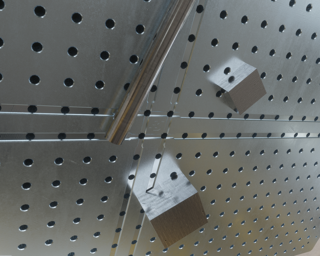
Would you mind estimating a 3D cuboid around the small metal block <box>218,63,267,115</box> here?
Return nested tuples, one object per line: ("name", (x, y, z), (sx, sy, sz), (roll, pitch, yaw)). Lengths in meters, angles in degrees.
("small metal block", (0.118, -0.055, 0.441), (0.050, 0.025, 0.050), (-40, 130, -1))

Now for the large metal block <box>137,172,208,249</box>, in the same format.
("large metal block", (0.021, 0.129, 0.487), (0.080, 0.050, 0.080), (-29, 128, -10))

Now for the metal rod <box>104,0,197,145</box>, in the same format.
("metal rod", (0.011, -0.112, 0.347), (0.025, 0.025, 0.298), (17, 109, -35))
